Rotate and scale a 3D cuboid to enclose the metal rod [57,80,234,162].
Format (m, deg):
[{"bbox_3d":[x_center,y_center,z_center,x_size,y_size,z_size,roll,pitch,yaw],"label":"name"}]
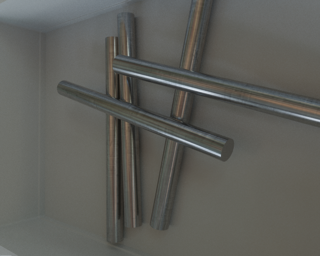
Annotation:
[{"bbox_3d":[-0.042,-0.021,0.405,0.300,0.025,0.025,21,103,37],"label":"metal rod"}]

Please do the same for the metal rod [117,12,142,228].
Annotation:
[{"bbox_3d":[-0.043,-0.012,0.440,0.025,0.025,0.298,-4,88,39],"label":"metal rod"}]

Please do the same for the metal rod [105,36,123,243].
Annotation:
[{"bbox_3d":[-0.068,0.016,0.460,0.025,0.025,0.298,-1,90,39],"label":"metal rod"}]

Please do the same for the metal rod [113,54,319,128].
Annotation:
[{"bbox_3d":[0.070,-0.039,0.324,0.300,0.025,0.025,19,102,30],"label":"metal rod"}]

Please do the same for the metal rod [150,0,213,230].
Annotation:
[{"bbox_3d":[0.026,-0.017,0.383,0.025,0.025,0.298,17,101,38],"label":"metal rod"}]
